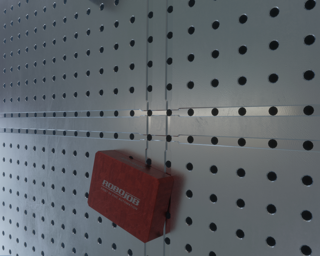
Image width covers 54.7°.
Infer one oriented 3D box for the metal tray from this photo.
[{"bbox_3d":[-0.047,0.092,0.445,0.130,0.030,0.089,18,102,38],"label":"metal tray"}]
